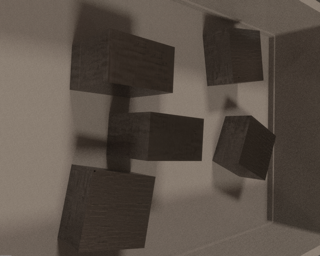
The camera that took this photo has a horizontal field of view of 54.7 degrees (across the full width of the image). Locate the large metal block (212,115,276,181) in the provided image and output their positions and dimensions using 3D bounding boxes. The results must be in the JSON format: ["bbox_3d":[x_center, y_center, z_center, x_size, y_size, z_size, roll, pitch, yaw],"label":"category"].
[{"bbox_3d":[0.141,0.033,0.511,0.080,0.050,0.080,31,71,-36],"label":"large metal block"}]

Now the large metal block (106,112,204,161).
[{"bbox_3d":[-0.006,0.011,0.367,0.081,0.080,0.050,5,87,-40],"label":"large metal block"}]

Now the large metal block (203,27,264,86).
[{"bbox_3d":[0.117,-0.111,0.491,0.081,0.050,0.079,-11,97,-40],"label":"large metal block"}]

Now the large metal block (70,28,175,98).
[{"bbox_3d":[-0.042,-0.065,0.337,0.081,0.080,0.050,4,88,-40],"label":"large metal block"}]

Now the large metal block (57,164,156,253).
[{"bbox_3d":[-0.058,0.087,0.344,0.081,0.050,0.080,15,81,-39],"label":"large metal block"}]
